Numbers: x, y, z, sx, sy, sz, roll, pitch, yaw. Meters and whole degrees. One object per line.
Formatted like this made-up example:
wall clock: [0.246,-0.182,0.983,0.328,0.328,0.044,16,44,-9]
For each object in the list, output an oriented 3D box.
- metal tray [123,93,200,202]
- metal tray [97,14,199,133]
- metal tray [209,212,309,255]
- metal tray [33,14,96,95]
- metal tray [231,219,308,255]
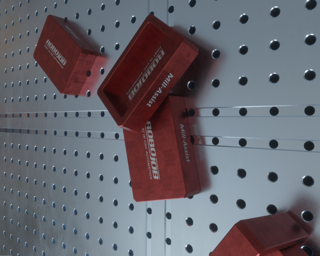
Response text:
metal tray: [-0.003,0.028,0.410,0.090,0.030,0.129,-16,80,39]
metal tray: [-0.021,-0.070,0.396,0.130,0.030,0.090,-53,46,14]
metal tray: [0.075,0.141,0.302,0.030,0.091,0.129,50,120,39]
metal tray: [-0.173,-0.130,0.551,0.130,0.030,0.090,47,118,30]
metal tray: [0.099,0.166,0.314,0.090,0.030,0.129,47,125,28]
